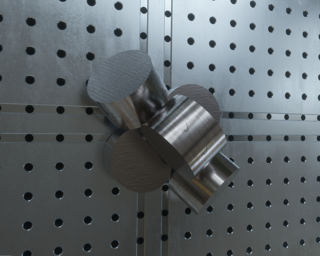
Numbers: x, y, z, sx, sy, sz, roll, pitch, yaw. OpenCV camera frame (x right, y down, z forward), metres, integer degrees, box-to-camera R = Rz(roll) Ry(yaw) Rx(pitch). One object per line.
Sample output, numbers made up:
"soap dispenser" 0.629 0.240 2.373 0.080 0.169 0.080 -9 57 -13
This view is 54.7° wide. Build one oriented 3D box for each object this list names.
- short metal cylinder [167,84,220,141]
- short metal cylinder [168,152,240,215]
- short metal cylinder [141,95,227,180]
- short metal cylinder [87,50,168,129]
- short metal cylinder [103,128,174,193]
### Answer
"short metal cylinder" 0.032 -0.016 0.411 0.081 0.050 0.079 0 90 -21
"short metal cylinder" 0.057 0.065 0.398 0.080 0.080 0.050 -42 68 -15
"short metal cylinder" 0.025 0.010 0.339 0.050 0.080 0.080 -43 104 -15
"short metal cylinder" -0.037 -0.045 0.363 0.080 0.080 0.050 -48 139 -14
"short metal cylinder" -0.027 0.037 0.390 0.081 0.050 0.079 0 90 -21
